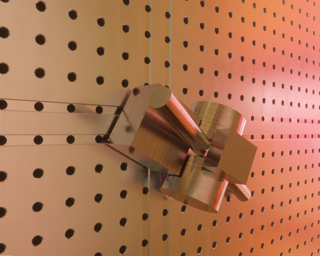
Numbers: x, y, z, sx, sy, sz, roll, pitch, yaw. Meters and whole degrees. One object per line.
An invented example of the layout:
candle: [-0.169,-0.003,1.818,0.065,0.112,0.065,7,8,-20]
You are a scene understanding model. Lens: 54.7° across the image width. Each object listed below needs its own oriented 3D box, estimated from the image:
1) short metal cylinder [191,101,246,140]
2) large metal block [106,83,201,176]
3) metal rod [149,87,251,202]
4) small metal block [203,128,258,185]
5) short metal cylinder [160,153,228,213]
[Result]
short metal cylinder: [0.073,0.004,0.431,0.080,0.080,0.050,34,69,-35]
large metal block: [-0.005,0.003,0.381,0.080,0.050,0.080,36,68,-34]
metal rod: [0.071,0.041,0.413,0.300,0.025,0.025,45,62,-48]
small metal block: [0.085,0.035,0.374,0.050,0.025,0.050,32,70,-26]
short metal cylinder: [0.046,0.073,0.408,0.080,0.080,0.050,37,67,-34]
